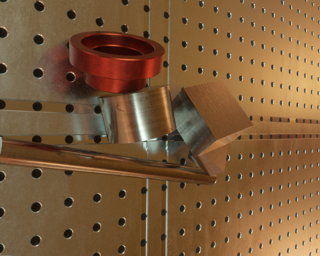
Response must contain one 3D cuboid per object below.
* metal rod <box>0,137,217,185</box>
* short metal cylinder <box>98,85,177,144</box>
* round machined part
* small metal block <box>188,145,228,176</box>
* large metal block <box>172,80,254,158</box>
[{"bbox_3d":[-0.036,0.048,0.380,0.302,0.025,0.025,14,81,-39],"label":"metal rod"},{"bbox_3d":[-0.025,-0.018,0.353,0.081,0.080,0.050,-19,104,-39],"label":"short metal cylinder"},{"bbox_3d":[-0.046,-0.070,0.332,0.099,0.098,0.042,-18,130,-39],"label":"round machined part"},{"bbox_3d":[0.072,0.034,0.456,0.050,0.025,0.050,40,45,-21],"label":"small metal block"},{"bbox_3d":[0.068,-0.015,0.430,0.081,0.050,0.080,-17,69,-39],"label":"large metal block"}]
